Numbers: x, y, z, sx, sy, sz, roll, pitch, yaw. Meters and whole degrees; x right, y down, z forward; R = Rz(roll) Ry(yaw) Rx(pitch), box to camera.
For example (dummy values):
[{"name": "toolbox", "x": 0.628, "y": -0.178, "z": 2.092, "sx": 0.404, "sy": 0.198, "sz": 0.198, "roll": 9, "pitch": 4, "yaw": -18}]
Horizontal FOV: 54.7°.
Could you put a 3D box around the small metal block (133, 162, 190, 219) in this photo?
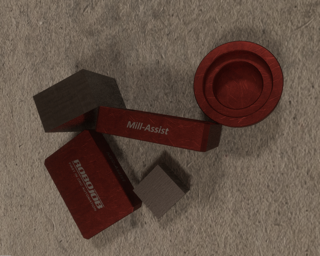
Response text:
[{"name": "small metal block", "x": 0.002, "y": 0.082, "z": 0.408, "sx": 0.050, "sy": 0.025, "sz": 0.050, "roll": 46, "pitch": 104, "yaw": 14}]

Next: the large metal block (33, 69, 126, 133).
[{"name": "large metal block", "x": -0.104, "y": -0.033, "z": 0.415, "sx": 0.080, "sy": 0.080, "sz": 0.050, "roll": -24, "pitch": 82, "yaw": 18}]

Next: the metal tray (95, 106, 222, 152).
[{"name": "metal tray", "x": 0.002, "y": -0.001, "z": 0.373, "sx": 0.130, "sy": 0.090, "sz": 0.030, "roll": 10, "pitch": 94, "yaw": 19}]

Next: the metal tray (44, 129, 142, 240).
[{"name": "metal tray", "x": -0.096, "y": 0.078, "z": 0.439, "sx": 0.090, "sy": 0.030, "sz": 0.130, "roll": -35, "pitch": 79, "yaw": 16}]

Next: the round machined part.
[{"name": "round machined part", "x": 0.092, "y": -0.049, "z": 0.366, "sx": 0.098, "sy": 0.042, "sz": 0.097, "roll": -1, "pitch": 87, "yaw": 18}]
